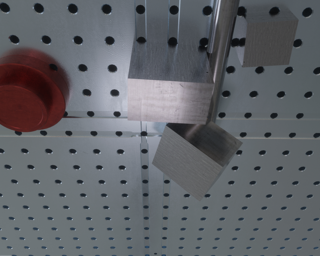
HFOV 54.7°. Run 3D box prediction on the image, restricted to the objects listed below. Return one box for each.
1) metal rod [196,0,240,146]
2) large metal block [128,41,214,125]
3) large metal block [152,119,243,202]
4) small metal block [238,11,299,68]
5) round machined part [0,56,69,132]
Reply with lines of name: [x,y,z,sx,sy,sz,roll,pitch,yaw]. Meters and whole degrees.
metal rod: [0.061,-0.035,0.382,0.025,0.025,0.298,1,130,-2]
large metal block: [0.009,-0.050,0.333,0.081,0.080,0.050,3,130,-3]
large metal block: [0.044,0.033,0.392,0.080,0.050,0.079,37,139,16]
small metal block: [0.114,-0.095,0.332,0.050,0.025,0.050,-3,130,2]
round machined part: [-0.163,-0.033,0.371,0.099,0.042,0.097,0,130,0]
